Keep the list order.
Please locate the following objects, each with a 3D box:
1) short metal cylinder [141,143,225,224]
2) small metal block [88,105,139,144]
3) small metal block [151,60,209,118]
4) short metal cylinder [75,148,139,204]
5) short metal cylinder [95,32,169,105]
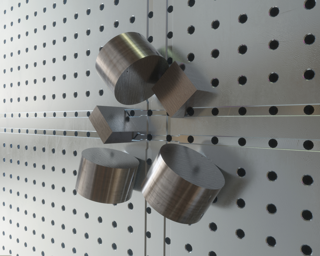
[{"bbox_3d":[0.026,0.061,0.353,0.080,0.081,0.050,42,115,32],"label":"short metal cylinder"},{"bbox_3d":[-0.067,-0.005,0.448,0.025,0.050,0.050,-50,61,28],"label":"small metal block"},{"bbox_3d":[0.024,-0.048,0.390,0.050,0.025,0.050,-47,62,29],"label":"small metal block"},{"bbox_3d":[-0.074,0.064,0.435,0.080,0.081,0.050,22,104,38],"label":"short metal cylinder"},{"bbox_3d":[-0.036,-0.076,0.403,0.050,0.081,0.080,52,120,27],"label":"short metal cylinder"}]
